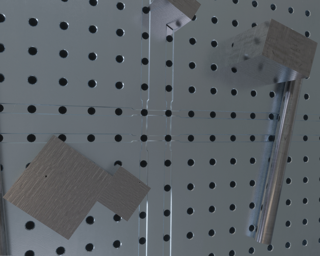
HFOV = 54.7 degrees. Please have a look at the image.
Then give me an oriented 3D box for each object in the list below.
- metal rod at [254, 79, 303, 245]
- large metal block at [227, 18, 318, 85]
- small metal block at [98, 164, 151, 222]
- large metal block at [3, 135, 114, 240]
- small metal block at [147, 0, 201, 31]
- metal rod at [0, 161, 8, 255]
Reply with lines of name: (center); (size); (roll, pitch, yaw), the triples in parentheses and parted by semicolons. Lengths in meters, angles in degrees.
metal rod: (0.189, 0.027, 0.481); (0.025, 0.025, 0.299); (15, 85, -20)
large metal block: (0.157, -0.104, 0.441); (0.081, 0.080, 0.050); (18, 84, -19)
small metal block: (-0.049, 0.081, 0.395); (0.050, 0.025, 0.050); (40, 77, -16)
large metal block: (-0.111, 0.065, 0.353); (0.080, 0.050, 0.080); (37, 78, -9)
small metal block: (0.017, -0.159, 0.405); (0.050, 0.050, 0.025); (33, 79, -17)
metal rod: (-0.189, 0.058, 0.342); (0.025, 0.025, 0.298); (-5, 92, -20)
